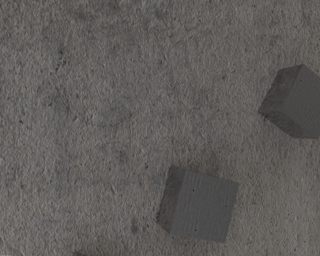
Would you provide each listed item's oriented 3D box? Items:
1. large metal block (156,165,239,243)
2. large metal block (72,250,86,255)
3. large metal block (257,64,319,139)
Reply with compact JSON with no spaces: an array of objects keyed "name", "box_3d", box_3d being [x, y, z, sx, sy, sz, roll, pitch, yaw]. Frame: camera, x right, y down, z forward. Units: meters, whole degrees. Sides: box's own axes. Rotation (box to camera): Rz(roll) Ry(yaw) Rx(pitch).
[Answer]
[{"name":"large metal block","box_3d":[0.050,0.100,0.414,0.081,0.050,0.080,16,85,-20]},{"name":"large metal block","box_3d":[-0.084,0.206,0.365,0.080,0.050,0.080,33,79,-17]},{"name":"large metal block","box_3d":[0.211,-0.038,0.473,0.080,0.050,0.080,33,79,-17]}]
